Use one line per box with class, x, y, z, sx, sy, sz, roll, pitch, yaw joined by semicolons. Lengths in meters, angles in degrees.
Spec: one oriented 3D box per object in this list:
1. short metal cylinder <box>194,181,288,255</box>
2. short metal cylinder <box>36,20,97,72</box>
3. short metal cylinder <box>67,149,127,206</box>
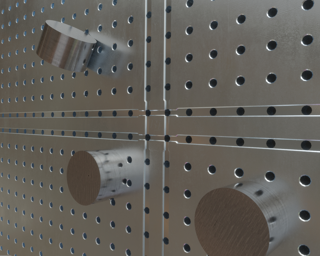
short metal cylinder;0.084;0.099;0.323;0.080;0.050;0.079;0;90;39
short metal cylinder;-0.148;-0.130;0.493;0.080;0.081;0.050;41;115;32
short metal cylinder;-0.096;0.073;0.470;0.080;0.050;0.079;0;90;39
